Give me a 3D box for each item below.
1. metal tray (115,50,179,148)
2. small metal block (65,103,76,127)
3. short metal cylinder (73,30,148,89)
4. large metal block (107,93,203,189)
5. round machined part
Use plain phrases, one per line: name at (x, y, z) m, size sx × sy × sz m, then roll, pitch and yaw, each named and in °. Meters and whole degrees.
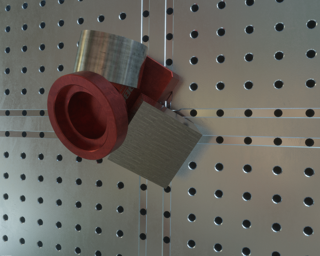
metal tray at (-0.046, -0.040, 0.426) m, size 0.090 × 0.030 × 0.129 m, roll 36°, pitch 101°, yaw 16°
small metal block at (-0.105, -0.027, 0.402) m, size 0.025 × 0.050 × 0.050 m, roll 20°, pitch 97°, yaw 18°
short metal cylinder at (-0.059, -0.080, 0.371) m, size 0.080 × 0.080 × 0.050 m, roll 14°, pitch 95°, yaw 19°
large metal block at (-0.008, 0.015, 0.382) m, size 0.080 × 0.050 × 0.080 m, roll 30°, pitch 101°, yaw -14°
round machined part at (-0.076, -0.017, 0.350) m, size 0.098 × 0.042 × 0.097 m, roll 12°, pitch 116°, yaw 27°
